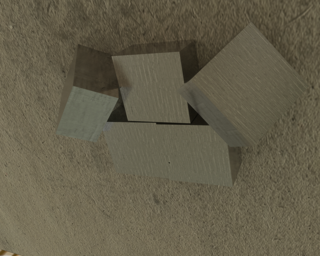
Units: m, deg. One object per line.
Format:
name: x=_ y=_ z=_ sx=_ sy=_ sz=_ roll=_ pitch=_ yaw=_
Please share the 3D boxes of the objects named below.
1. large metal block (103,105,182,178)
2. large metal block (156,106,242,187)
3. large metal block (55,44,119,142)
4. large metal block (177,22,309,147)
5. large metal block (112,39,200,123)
large metal block: x=-0.022 y=0.016 z=0.411 sx=0.080 sy=0.050 sz=0.079 roll=1 pitch=119 yaw=27
large metal block: x=0.050 y=0.020 z=0.375 sx=0.080 sy=0.050 sz=0.079 roll=1 pitch=119 yaw=27
large metal block: x=-0.090 y=-0.042 z=0.384 sx=0.050 sy=0.080 sz=0.079 roll=14 pitch=133 yaw=-23
large metal block: x=0.077 y=-0.038 z=0.300 sx=0.080 sy=0.080 sz=0.050 roll=46 pitch=169 yaw=-4
large metal block: x=0.001 y=-0.054 z=0.358 sx=0.080 sy=0.050 sz=0.079 roll=3 pitch=120 yaw=26
